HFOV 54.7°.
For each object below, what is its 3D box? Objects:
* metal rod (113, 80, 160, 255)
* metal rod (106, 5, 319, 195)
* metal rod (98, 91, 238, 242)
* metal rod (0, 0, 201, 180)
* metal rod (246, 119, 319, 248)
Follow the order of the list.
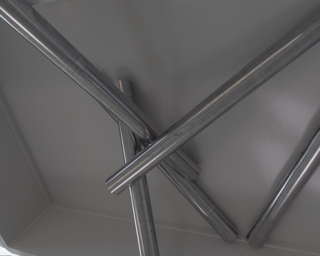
[{"bbox_3d":[-0.026,0.088,0.396,0.025,0.025,0.298,-11,88,33],"label":"metal rod"},{"bbox_3d":[0.049,-0.016,0.323,0.299,0.025,0.025,-40,96,23],"label":"metal rod"},{"bbox_3d":[0.004,0.045,0.434,0.300,0.025,0.025,48,129,-6],"label":"metal rod"},{"bbox_3d":[-0.042,-0.023,0.336,0.025,0.025,0.300,-16,136,35],"label":"metal rod"},{"bbox_3d":[0.163,0.041,0.347,0.025,0.025,0.298,24,127,13],"label":"metal rod"}]
